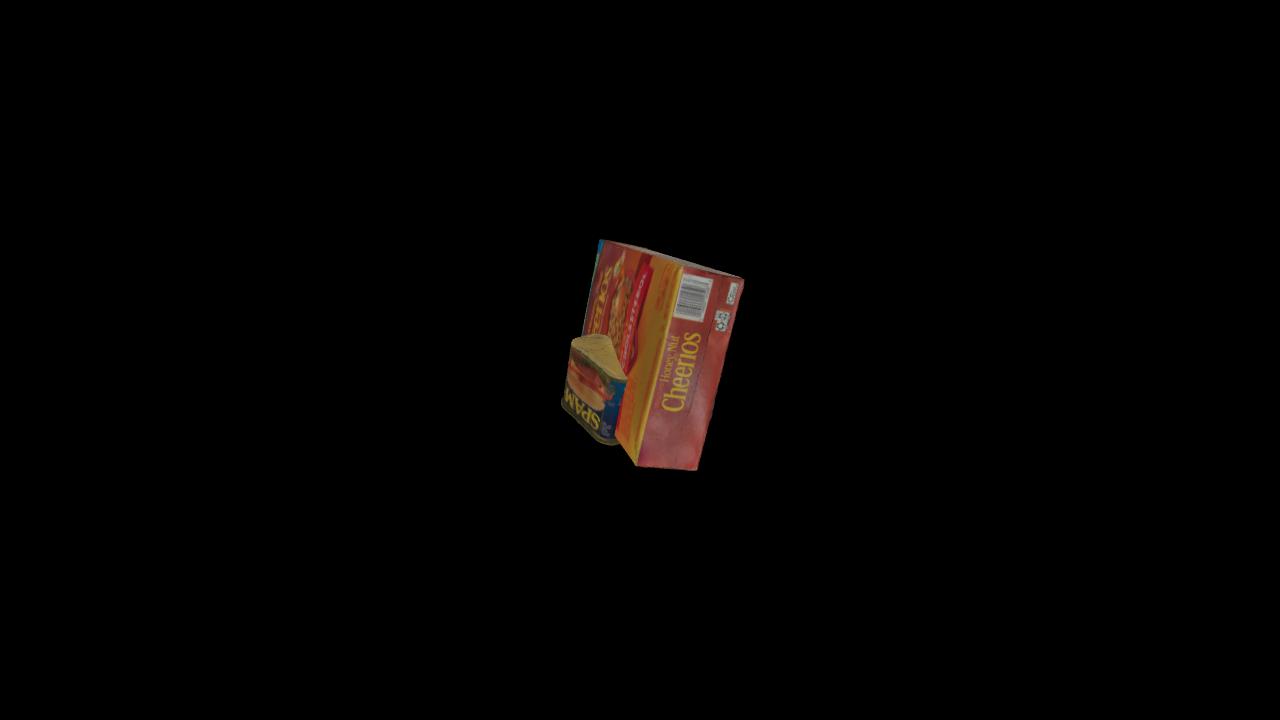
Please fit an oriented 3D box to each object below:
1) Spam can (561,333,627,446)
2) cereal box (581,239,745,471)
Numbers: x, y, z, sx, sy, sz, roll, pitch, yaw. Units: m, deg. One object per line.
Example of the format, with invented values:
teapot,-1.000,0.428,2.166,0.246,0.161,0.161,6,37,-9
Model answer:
Spam can,-0.039,0.030,0.685,0.058,0.085,0.101,-14,38,-39
cereal box,0.001,-0.025,0.722,0.081,0.203,0.306,8,13,-21
